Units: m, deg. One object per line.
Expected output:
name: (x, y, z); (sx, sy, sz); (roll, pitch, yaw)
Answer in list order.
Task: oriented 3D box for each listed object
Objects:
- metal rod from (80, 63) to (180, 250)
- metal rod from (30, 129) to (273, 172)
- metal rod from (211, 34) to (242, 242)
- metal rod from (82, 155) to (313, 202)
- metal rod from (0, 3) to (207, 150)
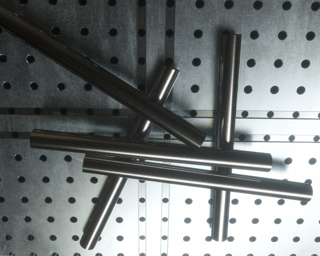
metal rod: (-0.049, 0.051, 0.431); (0.025, 0.025, 0.298); (23, 108, -9)
metal rod: (-0.008, 0.029, 0.396); (0.302, 0.025, 0.025); (6, 110, -3)
metal rod: (0.088, 0.027, 0.424); (0.025, 0.025, 0.298); (-1, 110, 0)
metal rod: (0.052, 0.066, 0.410); (0.302, 0.025, 0.025); (8, 110, -4)
metal rod: (-0.076, -0.062, 0.371); (0.301, 0.025, 0.025); (32, 107, -5)
